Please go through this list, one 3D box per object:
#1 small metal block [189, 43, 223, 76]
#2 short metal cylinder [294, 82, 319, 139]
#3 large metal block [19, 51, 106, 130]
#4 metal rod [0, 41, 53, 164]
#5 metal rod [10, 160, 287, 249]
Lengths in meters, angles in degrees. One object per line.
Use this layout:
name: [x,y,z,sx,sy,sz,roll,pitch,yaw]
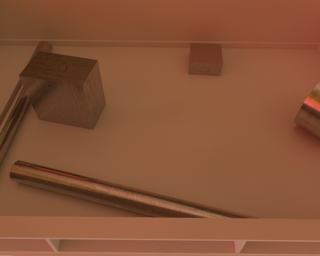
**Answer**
small metal block: [0.073,-0.111,0.499,0.050,0.025,0.050,4,50,2]
short metal cylinder: [0.218,-0.025,0.393,0.080,0.080,0.050,-35,59,-26]
large metal block: [-0.123,-0.048,0.408,0.080,0.080,0.050,10,51,8]
metal rod: [-0.199,-0.020,0.418,0.025,0.025,0.300,3,50,2]
metal rod: [-0.021,0.080,0.337,0.301,0.025,0.025,12,51,9]
